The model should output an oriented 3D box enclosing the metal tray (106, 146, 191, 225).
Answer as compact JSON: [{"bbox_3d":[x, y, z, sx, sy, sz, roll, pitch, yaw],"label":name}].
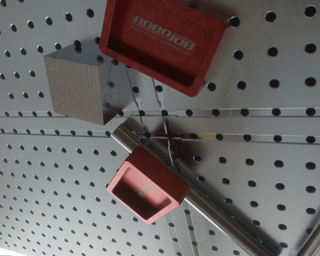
[{"bbox_3d":[-0.022,0.088,0.449,0.090,0.030,0.129,39,145,2],"label":"metal tray"}]

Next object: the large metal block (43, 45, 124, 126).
[{"bbox_3d":[-0.098,-0.058,0.409,0.080,0.050,0.079,14,124,20],"label":"large metal block"}]

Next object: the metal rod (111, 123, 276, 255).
[{"bbox_3d":[0.052,0.100,0.444,0.300,0.025,0.025,41,129,-1],"label":"metal rod"}]

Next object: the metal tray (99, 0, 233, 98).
[{"bbox_3d":[0.001,-0.102,0.342,0.130,0.030,0.089,28,128,10],"label":"metal tray"}]

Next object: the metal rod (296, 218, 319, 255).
[{"bbox_3d":[0.210,0.089,0.355,0.025,0.025,0.298,20,126,16],"label":"metal rod"}]
